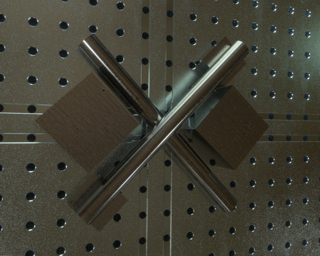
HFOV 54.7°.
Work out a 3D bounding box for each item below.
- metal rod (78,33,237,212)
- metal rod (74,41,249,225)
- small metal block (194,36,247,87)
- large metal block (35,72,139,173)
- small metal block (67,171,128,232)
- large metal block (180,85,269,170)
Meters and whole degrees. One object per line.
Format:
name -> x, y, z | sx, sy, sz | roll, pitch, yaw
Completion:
metal rod -> 0.005, 0.003, 0.413 | 0.025, 0.025, 0.300 | -45, 104, -14
metal rod -> 0.012, -0.004, 0.390 | 0.301, 0.025, 0.025 | -47, 105, -14
small metal block -> 0.087, -0.093, 0.445 | 0.050, 0.025, 0.050 | -46, 104, -14
large metal block -> -0.086, -0.006, 0.368 | 0.080, 0.050, 0.080 | -45, 104, -14
small metal block -> -0.077, 0.090, 0.384 | 0.050, 0.025, 0.050 | 46, 76, -14
large metal block -> 0.089, -0.001, 0.432 | 0.080, 0.050, 0.080 | 45, 76, -15
